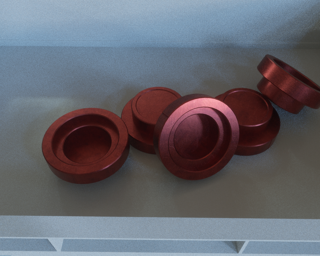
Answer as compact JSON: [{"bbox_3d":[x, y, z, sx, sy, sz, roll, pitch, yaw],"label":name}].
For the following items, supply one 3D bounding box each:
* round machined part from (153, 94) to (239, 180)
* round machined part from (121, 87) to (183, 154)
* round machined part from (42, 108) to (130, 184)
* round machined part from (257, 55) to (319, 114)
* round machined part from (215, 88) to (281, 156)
[{"bbox_3d":[0.039,0.008,0.361,0.099,0.097,0.042,-17,21,-14],"label":"round machined part"},{"bbox_3d":[-0.002,-0.017,0.408,0.099,0.042,0.098,0,50,0],"label":"round machined part"},{"bbox_3d":[-0.086,0.025,0.372,0.099,0.042,0.098,0,50,0],"label":"round machined part"},{"bbox_3d":[0.173,-0.056,0.423,0.098,0.042,0.098,25,28,-14],"label":"round machined part"},{"bbox_3d":[0.108,-0.015,0.407,0.099,0.042,0.098,0,50,0],"label":"round machined part"}]
